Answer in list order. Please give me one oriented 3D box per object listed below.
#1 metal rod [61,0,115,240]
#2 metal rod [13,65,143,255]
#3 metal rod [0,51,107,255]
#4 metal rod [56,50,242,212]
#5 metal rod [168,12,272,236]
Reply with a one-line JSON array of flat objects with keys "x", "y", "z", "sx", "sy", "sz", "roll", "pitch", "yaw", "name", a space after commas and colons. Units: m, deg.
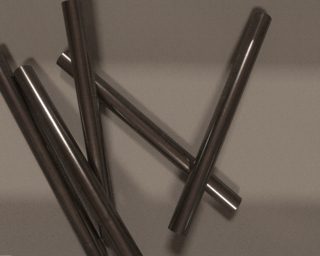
[{"x": -0.086, "y": -0.004, "z": 0.391, "sx": 0.025, "sy": 0.025, "sz": 0.298, "roll": -8, "pitch": 98, "yaw": 0, "name": "metal rod"}, {"x": -0.100, "y": 0.047, "z": 0.381, "sx": 0.025, "sy": 0.025, "sz": 0.299, "roll": -33, "pitch": 79, "yaw": 0, "name": "metal rod"}, {"x": -0.151, "y": 0.037, "z": 0.409, "sx": 0.025, "sy": 0.025, "sz": 0.299, "roll": -28, "pitch": 90, "yaw": 0, "name": "metal rod"}, {"x": -0.014, "y": 0.005, "z": 0.411, "sx": 0.300, "sy": 0.025, "sz": 0.025, "roll": 41, "pitch": 90, "yaw": -1, "name": "metal rod"}, {"x": 0.079, "y": -0.010, "z": 0.395, "sx": 0.025, "sy": 0.025, "sz": 0.299, "roll": 23, "pitch": 83, "yaw": -1, "name": "metal rod"}]
